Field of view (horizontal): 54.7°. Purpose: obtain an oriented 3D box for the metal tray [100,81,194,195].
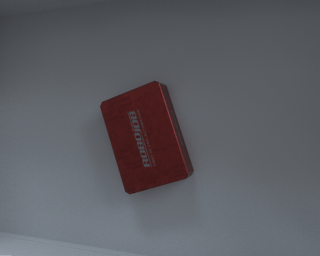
[{"bbox_3d":[-0.019,0.013,0.413,0.090,0.030,0.129,-19,84,18],"label":"metal tray"}]
